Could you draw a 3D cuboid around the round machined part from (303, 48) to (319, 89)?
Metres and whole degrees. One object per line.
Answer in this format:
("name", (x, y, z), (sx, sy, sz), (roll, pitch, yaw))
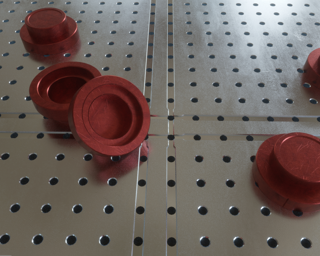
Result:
("round machined part", (0.281, -0.098, 0.481), (0.099, 0.042, 0.098), (0, 50, 0))

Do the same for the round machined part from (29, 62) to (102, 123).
("round machined part", (-0.126, -0.046, 0.435), (0.099, 0.042, 0.098), (0, 50, 0))

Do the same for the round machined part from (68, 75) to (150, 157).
("round machined part", (-0.065, -0.013, 0.386), (0.099, 0.042, 0.098), (5, 80, -30))

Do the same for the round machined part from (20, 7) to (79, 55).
("round machined part", (-0.195, -0.175, 0.543), (0.099, 0.042, 0.098), (0, 50, 0))

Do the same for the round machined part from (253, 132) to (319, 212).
("round machined part", (0.162, 0.044, 0.361), (0.099, 0.042, 0.098), (0, 50, 0))
